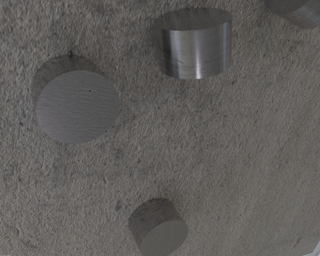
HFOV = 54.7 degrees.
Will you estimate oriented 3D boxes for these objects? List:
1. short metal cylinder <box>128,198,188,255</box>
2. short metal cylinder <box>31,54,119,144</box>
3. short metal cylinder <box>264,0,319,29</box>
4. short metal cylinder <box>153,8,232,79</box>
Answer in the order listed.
[{"bbox_3d":[-0.003,0.157,0.486,0.081,0.050,0.079,-14,124,-21],"label":"short metal cylinder"},{"bbox_3d":[-0.089,-0.030,0.323,0.081,0.050,0.079,-14,124,-21],"label":"short metal cylinder"},{"bbox_3d":[0.171,-0.164,0.363,0.050,0.080,0.079,11,113,-33],"label":"short metal cylinder"},{"bbox_3d":[0.036,-0.093,0.333,0.081,0.080,0.050,-20,126,-17],"label":"short metal cylinder"}]
